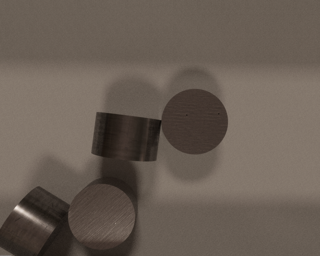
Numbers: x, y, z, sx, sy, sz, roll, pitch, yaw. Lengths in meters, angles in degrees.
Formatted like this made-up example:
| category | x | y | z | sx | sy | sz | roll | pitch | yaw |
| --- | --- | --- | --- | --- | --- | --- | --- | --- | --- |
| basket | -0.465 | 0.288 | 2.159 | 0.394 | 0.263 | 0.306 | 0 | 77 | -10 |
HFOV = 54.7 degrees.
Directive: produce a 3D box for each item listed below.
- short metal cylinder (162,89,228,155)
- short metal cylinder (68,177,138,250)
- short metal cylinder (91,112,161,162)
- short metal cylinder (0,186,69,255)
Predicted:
| category | x | y | z | sx | sy | sz | roll | pitch | yaw |
| --- | --- | --- | --- | --- | --- | --- | --- | --- | --- |
| short metal cylinder | 0.042 | -0.008 | 0.400 | 0.081 | 0.050 | 0.079 | 0 | 90 | -1 |
| short metal cylinder | -0.071 | 0.107 | 0.398 | 0.081 | 0.050 | 0.079 | 0 | 90 | -1 |
| short metal cylinder | -0.041 | 0.010 | 0.383 | 0.081 | 0.080 | 0.050 | 7 | 90 | -1 |
| short metal cylinder | -0.152 | 0.120 | 0.382 | 0.050 | 0.080 | 0.080 | 32 | 90 | 0 |
